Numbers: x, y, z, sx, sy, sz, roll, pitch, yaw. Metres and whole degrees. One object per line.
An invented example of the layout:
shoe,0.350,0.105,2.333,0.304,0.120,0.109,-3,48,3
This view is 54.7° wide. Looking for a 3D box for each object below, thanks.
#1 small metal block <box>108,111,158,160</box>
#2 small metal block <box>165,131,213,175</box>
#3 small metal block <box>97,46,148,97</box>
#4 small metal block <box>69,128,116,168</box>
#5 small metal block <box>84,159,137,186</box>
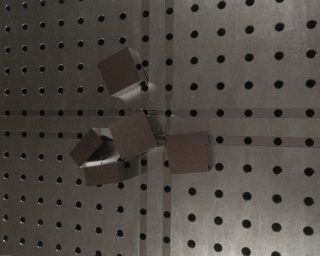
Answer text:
small metal block,-0.036,0.011,0.414,0.050,0.025,0.050,-21,82,-8
small metal block,0.037,0.032,0.399,0.050,0.025,0.050,-8,88,19
small metal block,-0.051,-0.076,0.430,0.050,0.025,0.050,-24,82,18
small metal block,-0.089,0.026,0.429,0.050,0.050,0.025,-46,75,14
small metal block,-0.067,0.060,0.422,0.050,0.050,0.025,-10,87,19
